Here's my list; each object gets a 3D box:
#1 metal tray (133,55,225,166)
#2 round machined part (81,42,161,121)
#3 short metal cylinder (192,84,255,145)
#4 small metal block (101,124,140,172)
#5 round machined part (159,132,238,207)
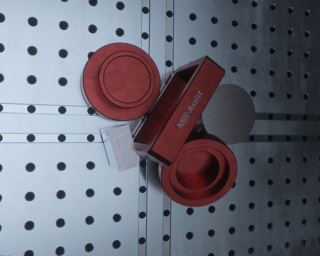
[{"bbox_3d":[0.017,-0.021,0.380,0.030,0.090,0.130,35,79,-17],"label":"metal tray"},{"bbox_3d":[-0.045,-0.057,0.382,0.099,0.042,0.097,0,90,-20],"label":"round machined part"},{"bbox_3d":[0.082,-0.018,0.425,0.081,0.050,0.079,0,90,-20],"label":"short metal cylinder"},{"bbox_3d":[-0.050,0.023,0.377,0.025,0.050,0.050,-16,96,-19],"label":"small metal block"},{"bbox_3d":[0.047,0.050,0.405,0.099,0.042,0.097,-3,111,-8],"label":"round machined part"}]
